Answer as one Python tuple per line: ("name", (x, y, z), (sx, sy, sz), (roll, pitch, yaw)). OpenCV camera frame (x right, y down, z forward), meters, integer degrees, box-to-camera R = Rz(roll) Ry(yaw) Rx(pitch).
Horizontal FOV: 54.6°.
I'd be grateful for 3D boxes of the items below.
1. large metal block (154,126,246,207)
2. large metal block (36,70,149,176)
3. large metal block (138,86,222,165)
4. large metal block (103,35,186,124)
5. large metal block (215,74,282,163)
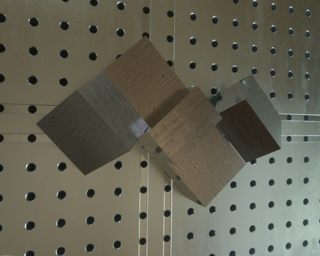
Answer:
("large metal block", (0.053, 0.045, 0.418), (0.080, 0.050, 0.080), (-43, 102, -15))
("large metal block", (-0.075, -0.004, 0.348), (0.080, 0.080, 0.050), (51, 36, -13))
("large metal block", (0.016, -0.004, 0.389), (0.080, 0.080, 0.050), (-44, 105, -15))
("large metal block", (-0.029, -0.054, 0.388), (0.080, 0.050, 0.080), (-43, 104, -14))
("large metal block", (0.121, -0.014, 0.421), (0.080, 0.050, 0.080), (51, 35, -14))
